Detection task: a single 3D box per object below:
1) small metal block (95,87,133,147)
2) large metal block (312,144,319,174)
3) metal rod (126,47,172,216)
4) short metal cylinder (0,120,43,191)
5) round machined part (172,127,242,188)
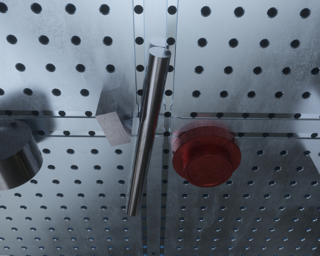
[{"bbox_3d":[-0.055,-0.014,0.383,0.025,0.050,0.050,-12,129,10],"label":"small metal block"},{"bbox_3d":[0.259,0.044,0.417,0.050,0.080,0.079,2,130,-2],"label":"large metal block"},{"bbox_3d":[-0.023,0.029,0.435,0.025,0.025,0.298,7,130,-6],"label":"metal rod"},{"bbox_3d":[-0.200,0.034,0.401,0.081,0.080,0.050,-2,130,1],"label":"short metal cylinder"},{"bbox_3d":[0.067,0.048,0.443,0.099,0.042,0.097,0,130,0],"label":"round machined part"}]
